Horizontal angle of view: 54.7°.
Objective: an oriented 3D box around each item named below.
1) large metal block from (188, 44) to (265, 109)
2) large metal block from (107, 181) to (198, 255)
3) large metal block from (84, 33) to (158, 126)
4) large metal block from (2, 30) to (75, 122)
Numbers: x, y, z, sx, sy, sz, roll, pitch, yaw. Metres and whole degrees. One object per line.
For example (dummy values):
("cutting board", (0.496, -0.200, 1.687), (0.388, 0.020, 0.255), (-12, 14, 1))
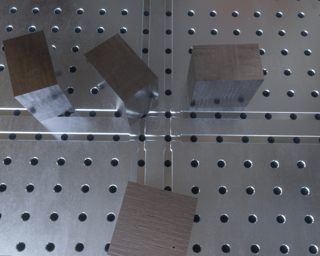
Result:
("large metal block", (0.081, -0.065, 0.408), (0.081, 0.080, 0.050), (-2, 70, -1))
("large metal block", (-0.007, 0.114, 0.357), (0.080, 0.050, 0.080), (14, 70, 4))
("large metal block", (-0.047, -0.060, 0.404), (0.050, 0.080, 0.080), (-37, 75, -12))
("large metal block", (-0.155, -0.065, 0.404), (0.050, 0.080, 0.080), (-18, 71, -7))
